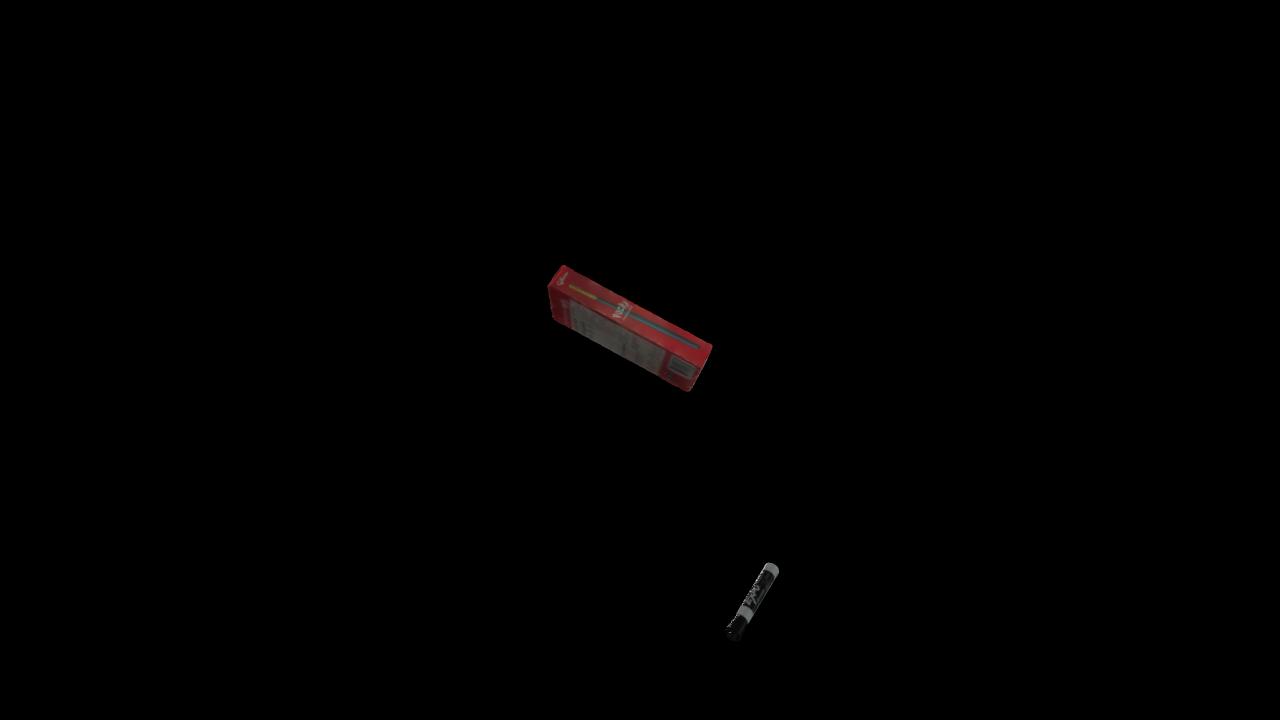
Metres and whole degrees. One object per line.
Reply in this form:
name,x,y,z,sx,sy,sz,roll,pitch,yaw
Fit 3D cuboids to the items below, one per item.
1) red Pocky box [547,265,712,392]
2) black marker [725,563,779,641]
red Pocky box,-0.011,-0.027,0.569,0.155,0.028,0.083,29,-17,5
black marker,0.132,0.281,0.718,0.020,0.020,0.121,0,22,36
